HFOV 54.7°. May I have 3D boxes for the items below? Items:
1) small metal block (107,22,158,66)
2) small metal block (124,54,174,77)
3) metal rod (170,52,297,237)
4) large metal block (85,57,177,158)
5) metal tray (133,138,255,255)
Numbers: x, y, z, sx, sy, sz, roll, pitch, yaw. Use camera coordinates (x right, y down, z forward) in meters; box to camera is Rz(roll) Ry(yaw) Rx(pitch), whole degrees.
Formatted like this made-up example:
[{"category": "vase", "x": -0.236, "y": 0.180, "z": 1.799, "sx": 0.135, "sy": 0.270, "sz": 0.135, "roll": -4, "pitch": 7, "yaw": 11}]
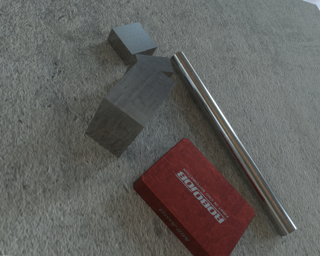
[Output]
[{"category": "small metal block", "x": -0.041, "y": -0.126, "z": 0.460, "sx": 0.050, "sy": 0.025, "sz": 0.050, "roll": -29, "pitch": 78, "yaw": -38}, {"category": "small metal block", "x": -0.017, "y": -0.073, "z": 0.425, "sx": 0.050, "sy": 0.050, "sz": 0.025, "roll": -1, "pitch": 63, "yaw": -29}, {"category": "metal rod", "x": 0.099, "y": 0.013, "z": 0.451, "sx": 0.025, "sy": 0.025, "sz": 0.299, "roll": -19, "pitch": 72, "yaw": -36}, {"category": "large metal block", "x": -0.035, "y": -0.023, "z": 0.365, "sx": 0.050, "sy": 0.080, "sz": 0.080, "roll": 37, "pitch": 51, "yaw": -4}, {"category": "metal tray", "x": 0.043, "y": 0.086, "z": 0.373, "sx": 0.130, "sy": 0.030, "sz": 0.091, "roll": 47, "pitch": 51, "yaw": 5}]
